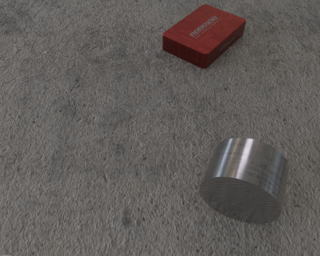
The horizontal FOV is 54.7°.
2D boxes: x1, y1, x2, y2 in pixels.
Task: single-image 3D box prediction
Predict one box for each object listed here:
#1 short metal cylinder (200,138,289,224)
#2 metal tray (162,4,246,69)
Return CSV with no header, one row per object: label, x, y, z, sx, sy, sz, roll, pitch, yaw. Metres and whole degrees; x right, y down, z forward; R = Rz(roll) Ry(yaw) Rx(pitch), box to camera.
short metal cylinder,0.088,0.055,0.322,0.080,0.080,0.050,18,53,14
metal tray,0.077,-0.163,0.537,0.090,0.030,0.131,31,57,23
